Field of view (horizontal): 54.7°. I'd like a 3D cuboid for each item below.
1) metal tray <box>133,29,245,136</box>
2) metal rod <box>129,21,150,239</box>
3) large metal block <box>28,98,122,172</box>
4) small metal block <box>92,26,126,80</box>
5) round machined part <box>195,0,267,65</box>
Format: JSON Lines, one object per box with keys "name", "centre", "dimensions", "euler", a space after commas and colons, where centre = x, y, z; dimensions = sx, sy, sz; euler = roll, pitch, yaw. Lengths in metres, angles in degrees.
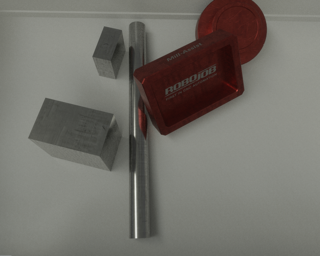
{"name": "metal tray", "centre": [0.041, -0.058, 0.396], "dimensions": [0.131, 0.090, 0.030], "euler": [-28, 39, -10]}
{"name": "metal rod", "centre": [-0.029, -0.011, 0.413], "dimensions": [0.025, 0.025, 0.299], "euler": [-2, 70, -1]}
{"name": "large metal block", "centre": [-0.097, 0.011, 0.375], "dimensions": [0.080, 0.080, 0.050], "euler": [14, 71, 4]}
{"name": "small metal block", "centre": [-0.070, -0.104, 0.434], "dimensions": [0.025, 0.050, 0.050], "euler": [14, 71, 4]}
{"name": "round machined part", "centre": [0.101, -0.135, 0.430], "dimensions": [0.099, 0.042, 0.097], "euler": [-1, 98, -4]}
